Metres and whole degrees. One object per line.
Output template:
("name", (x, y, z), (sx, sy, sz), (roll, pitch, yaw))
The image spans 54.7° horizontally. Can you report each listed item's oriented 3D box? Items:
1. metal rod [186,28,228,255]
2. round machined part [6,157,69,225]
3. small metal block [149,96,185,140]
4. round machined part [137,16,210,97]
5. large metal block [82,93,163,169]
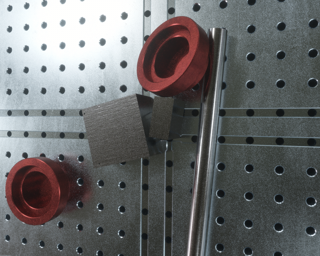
("metal rod", (0.058, 0.027, 0.391), (0.025, 0.025, 0.298), (6, 92, 20))
("round machined part", (-0.178, 0.092, 0.466), (0.098, 0.042, 0.097), (0, 90, 20))
("small metal block", (0.010, -0.013, 0.395), (0.025, 0.050, 0.050), (10, 94, 20))
("round machined part", (0.020, -0.083, 0.382), (0.098, 0.042, 0.098), (-20, 59, 38))
("large metal block", (-0.049, 0.005, 0.417), (0.080, 0.050, 0.080), (-14, 85, 19))
